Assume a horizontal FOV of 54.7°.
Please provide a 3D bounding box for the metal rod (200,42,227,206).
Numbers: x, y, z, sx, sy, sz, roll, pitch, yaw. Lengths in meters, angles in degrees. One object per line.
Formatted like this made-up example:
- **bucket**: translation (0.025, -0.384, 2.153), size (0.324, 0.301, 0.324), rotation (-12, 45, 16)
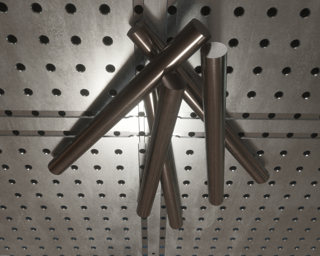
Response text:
- **metal rod**: translation (0.072, 0.023, 0.401), size (0.025, 0.025, 0.299), rotation (-7, 139, 5)

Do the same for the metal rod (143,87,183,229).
- **metal rod**: translation (0.009, 0.060, 0.462), size (0.025, 0.025, 0.298), rotation (-6, 130, 5)

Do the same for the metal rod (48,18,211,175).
- **metal rod**: translation (-0.057, -0.017, 0.375), size (0.025, 0.025, 0.299), rotation (33, 129, -25)

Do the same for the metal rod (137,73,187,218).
- **metal rod**: translation (-0.007, 0.048, 0.421), size (0.025, 0.025, 0.298), rotation (6, 140, -6)

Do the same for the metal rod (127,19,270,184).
- **metal rod**: translation (0.066, -0.014, 0.400), size (0.025, 0.025, 0.300), rotation (-31, 124, 23)
